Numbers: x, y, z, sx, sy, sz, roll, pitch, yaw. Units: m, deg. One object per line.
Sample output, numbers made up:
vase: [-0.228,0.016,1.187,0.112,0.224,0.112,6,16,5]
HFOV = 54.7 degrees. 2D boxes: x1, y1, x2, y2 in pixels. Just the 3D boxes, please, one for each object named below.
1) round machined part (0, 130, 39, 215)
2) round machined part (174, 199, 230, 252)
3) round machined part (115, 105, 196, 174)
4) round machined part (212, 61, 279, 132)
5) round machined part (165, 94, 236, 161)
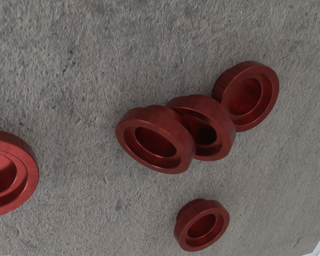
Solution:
round machined part: [-0.181,0.043,0.324,0.099,0.042,0.097,-14,124,-21]
round machined part: [0.067,0.161,0.532,0.099,0.042,0.097,-14,124,-21]
round machined part: [-0.001,0.010,0.377,0.042,0.098,0.098,-59,139,-33]
round machined part: [0.111,-0.046,0.428,0.099,0.042,0.097,-14,124,-21]
round machined part: [0.049,-0.005,0.396,0.042,0.098,0.098,-59,139,-34]
